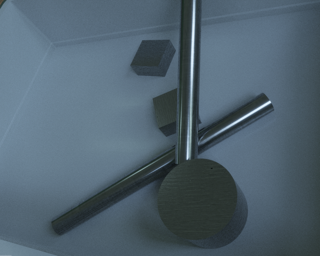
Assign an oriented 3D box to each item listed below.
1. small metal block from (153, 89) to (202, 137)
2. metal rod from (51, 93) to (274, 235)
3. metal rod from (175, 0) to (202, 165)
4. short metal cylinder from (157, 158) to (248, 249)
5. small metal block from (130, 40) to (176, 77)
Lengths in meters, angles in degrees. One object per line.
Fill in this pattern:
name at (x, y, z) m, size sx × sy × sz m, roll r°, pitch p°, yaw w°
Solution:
small metal block at (0.022, -0.023, 0.407) m, size 0.050 × 0.025 × 0.050 m, roll -22°, pitch 54°, yaw 14°
metal rod at (-0.002, 0.047, 0.376) m, size 0.300 × 0.025 × 0.025 m, roll -31°, pitch 52°, yaw 7°
metal rod at (0.035, -0.108, 0.357) m, size 0.025 × 0.025 × 0.298 m, roll 0°, pitch 84°, yaw 27°
short metal cylinder at (0.045, 0.078, 0.318) m, size 0.080 × 0.050 × 0.080 m, roll -13°, pitch 56°, yaw 20°
small metal block at (-0.010, -0.108, 0.476) m, size 0.050 × 0.025 × 0.050 m, roll 9°, pitch 66°, yaw 31°
